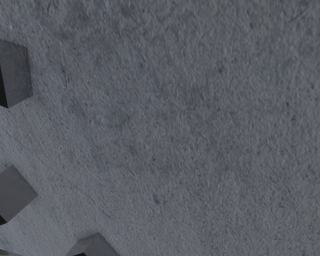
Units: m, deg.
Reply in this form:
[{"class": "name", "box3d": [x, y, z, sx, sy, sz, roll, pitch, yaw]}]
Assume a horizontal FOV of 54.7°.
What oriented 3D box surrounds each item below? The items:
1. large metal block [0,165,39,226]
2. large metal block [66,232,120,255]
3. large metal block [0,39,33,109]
[{"class": "large metal block", "box3d": [-0.307, 0.134, 0.612, 0.050, 0.080, 0.080, -26, 105, 37]}, {"class": "large metal block", "box3d": [-0.133, 0.266, 0.623, 0.080, 0.050, 0.080, -32, 101, 38]}, {"class": "large metal block", "box3d": [-0.245, -0.086, 0.464, 0.080, 0.050, 0.079, 20, 126, 16]}]
